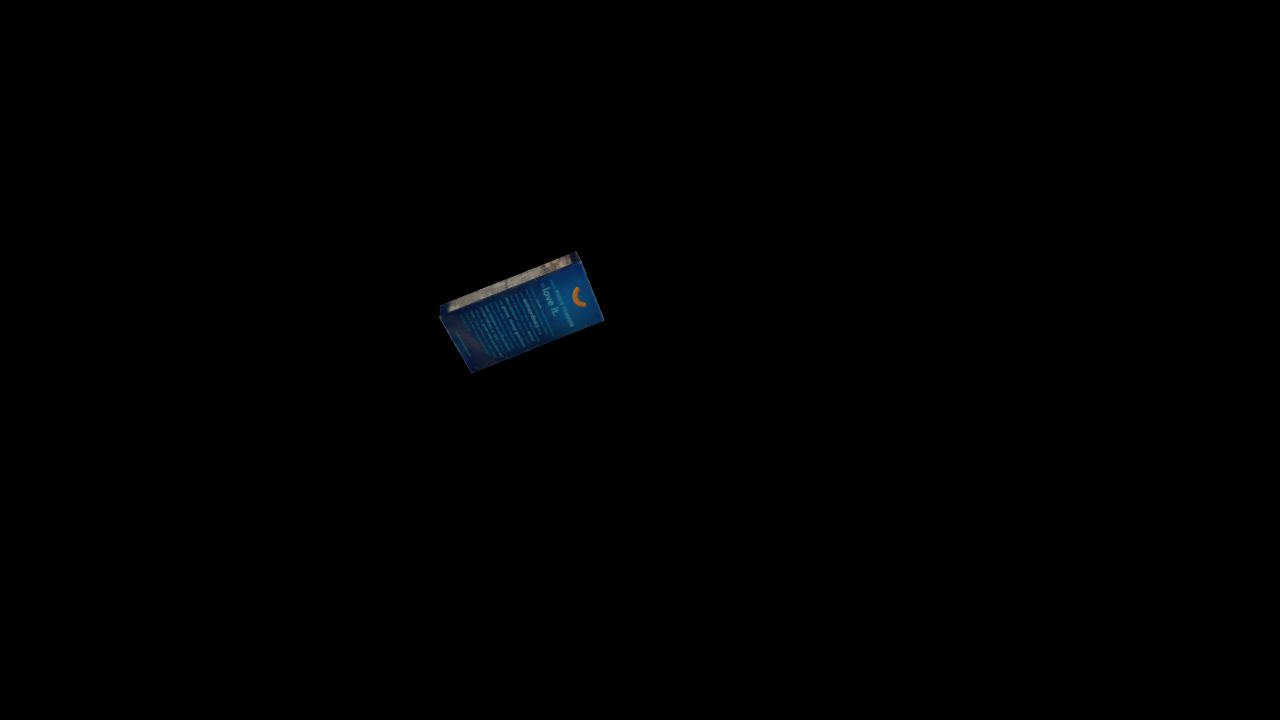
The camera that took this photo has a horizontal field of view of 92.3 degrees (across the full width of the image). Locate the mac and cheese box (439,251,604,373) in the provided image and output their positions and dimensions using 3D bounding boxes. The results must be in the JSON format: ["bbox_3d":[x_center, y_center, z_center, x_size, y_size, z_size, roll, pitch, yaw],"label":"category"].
[{"bbox_3d":[-0.147,-0.059,0.775,0.184,0.093,0.041,-22,34,-2],"label":"mac and cheese box"}]
